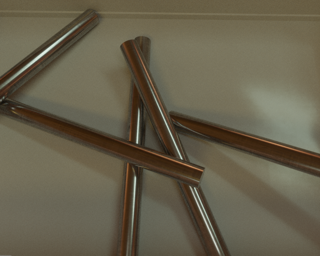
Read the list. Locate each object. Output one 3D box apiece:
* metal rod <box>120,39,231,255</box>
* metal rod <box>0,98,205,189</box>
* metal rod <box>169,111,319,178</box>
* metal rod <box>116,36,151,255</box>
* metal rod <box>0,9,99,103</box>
[{"bbox_3d":[0.015,0.022,0.385,0.025,0.025,0.299,-21,77,-8],"label":"metal rod"},{"bbox_3d":[-0.092,0.010,0.384,0.301,0.025,0.025,18,71,14],"label":"metal rod"},{"bbox_3d":[0.141,0.030,0.348,0.300,0.025,0.025,18,70,27],"label":"metal rod"},{"bbox_3d":[-0.032,0.013,0.404,0.025,0.025,0.299,2,70,1],"label":"metal rod"},{"bbox_3d":[-0.191,-0.066,0.408,0.025,0.025,0.301,35,65,12],"label":"metal rod"}]
